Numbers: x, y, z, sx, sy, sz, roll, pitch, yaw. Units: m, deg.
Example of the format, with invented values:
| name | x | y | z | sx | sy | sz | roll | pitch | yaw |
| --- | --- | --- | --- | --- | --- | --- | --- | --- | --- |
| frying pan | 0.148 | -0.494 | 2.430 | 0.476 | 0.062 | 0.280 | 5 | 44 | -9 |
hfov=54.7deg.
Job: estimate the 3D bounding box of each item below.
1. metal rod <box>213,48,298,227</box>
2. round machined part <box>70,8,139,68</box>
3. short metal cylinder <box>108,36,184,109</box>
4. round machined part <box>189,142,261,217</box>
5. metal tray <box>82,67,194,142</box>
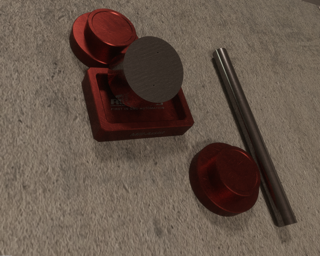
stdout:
| name | x | y | z | sx | sy | sz | roll | pitch | yaw |
| --- | --- | --- | --- | --- | --- | --- | --- | --- | --- |
| metal rod | 0.139 | 0.000 | 0.481 | 0.025 | 0.025 | 0.299 | 0 | 62 | -29 |
| round machined part | -0.072 | -0.127 | 0.433 | 0.099 | 0.042 | 0.098 | 14 | 56 | -21 |
| short metal cylinder | -0.018 | -0.067 | 0.386 | 0.081 | 0.050 | 0.080 | 3 | 83 | -30 |
| round machined part | 0.091 | 0.062 | 0.406 | 0.099 | 0.042 | 0.098 | 14 | 56 | -21 |
| metal tray | -0.028 | -0.032 | 0.406 | 0.131 | 0.030 | 0.090 | -4 | 64 | -30 |
